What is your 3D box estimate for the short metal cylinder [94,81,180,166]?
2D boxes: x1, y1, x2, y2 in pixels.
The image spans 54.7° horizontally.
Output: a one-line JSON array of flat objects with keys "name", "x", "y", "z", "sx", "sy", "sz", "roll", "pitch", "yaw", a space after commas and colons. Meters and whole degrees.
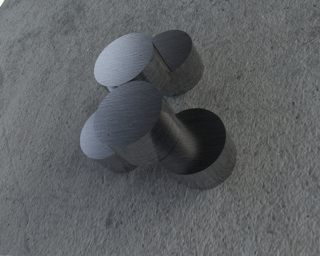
[{"name": "short metal cylinder", "x": -0.024, "y": -0.005, "z": 0.340, "sx": 0.080, "sy": 0.050, "sz": 0.080, "roll": -13, "pitch": 56, "yaw": 20}]

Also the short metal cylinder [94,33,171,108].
[{"name": "short metal cylinder", "x": -0.034, "y": -0.070, "z": 0.385, "sx": 0.080, "sy": 0.050, "sz": 0.080, "roll": -13, "pitch": 56, "yaw": 21}]

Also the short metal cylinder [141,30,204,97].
[{"name": "short metal cylinder", "x": 0.016, "y": -0.091, "z": 0.437, "sx": 0.080, "sy": 0.050, "sz": 0.080, "roll": -13, "pitch": 56, "yaw": 21}]

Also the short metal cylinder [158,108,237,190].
[{"name": "short metal cylinder", "x": 0.042, "y": 0.024, "z": 0.352, "sx": 0.080, "sy": 0.050, "sz": 0.080, "roll": -13, "pitch": 56, "yaw": 21}]

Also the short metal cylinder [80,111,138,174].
[{"name": "short metal cylinder", "x": -0.057, "y": 0.014, "z": 0.411, "sx": 0.080, "sy": 0.050, "sz": 0.080, "roll": -13, "pitch": 56, "yaw": 21}]
